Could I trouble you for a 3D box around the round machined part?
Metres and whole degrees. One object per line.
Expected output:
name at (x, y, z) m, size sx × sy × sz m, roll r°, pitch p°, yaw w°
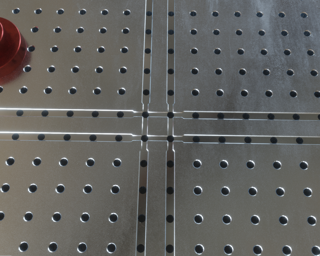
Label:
round machined part at (-0.251, -0.122, 0.446) m, size 0.099 × 0.042 × 0.098 m, roll 0°, pitch 70°, yaw 0°
